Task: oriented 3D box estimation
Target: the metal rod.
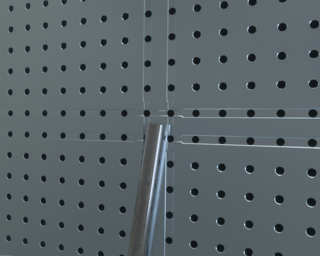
[{"bbox_3d":[-0.027,0.142,0.422,0.025,0.025,0.298,9,93,20],"label":"metal rod"}]
